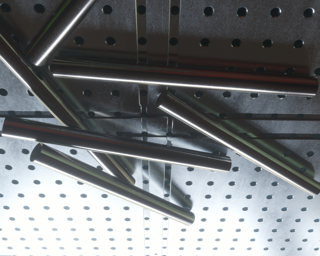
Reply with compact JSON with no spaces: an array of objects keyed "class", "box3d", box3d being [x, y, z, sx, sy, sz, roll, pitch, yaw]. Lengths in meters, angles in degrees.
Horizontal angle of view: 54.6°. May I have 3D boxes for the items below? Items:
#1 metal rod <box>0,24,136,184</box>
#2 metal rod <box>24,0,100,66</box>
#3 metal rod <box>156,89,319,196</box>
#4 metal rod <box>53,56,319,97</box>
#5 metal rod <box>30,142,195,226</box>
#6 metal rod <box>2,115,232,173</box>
[{"class":"metal rod","box3d":[-0.118,-0.014,0.398,0.025,0.025,0.300,-22,127,17]},{"class":"metal rod","box3d":[-0.032,-0.159,0.275,0.299,0.025,0.025,-37,121,27]},{"class":"metal rod","box3d":[0.124,0.030,0.437,0.301,0.025,0.025,29,124,-22]},{"class":"metal rod","box3d":[0.032,-0.059,0.361,0.302,0.025,0.025,4,130,-4]},{"class":"metal rod","box3d":[-0.047,0.095,0.457,0.025,0.025,0.301,-35,133,26]},{"class":"metal rod","box3d":[-0.041,0.026,0.410,0.302,0.025,0.025,11,130,-19]}]
